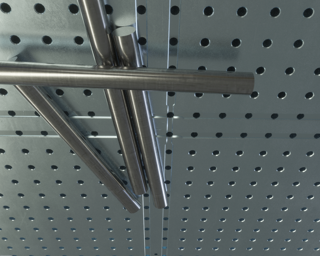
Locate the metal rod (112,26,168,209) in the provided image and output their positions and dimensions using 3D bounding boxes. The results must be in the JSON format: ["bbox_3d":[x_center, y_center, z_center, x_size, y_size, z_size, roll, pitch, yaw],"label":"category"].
[{"bbox_3d":[-0.018,0.011,0.420,0.025,0.025,0.299,-6,130,5],"label":"metal rod"}]

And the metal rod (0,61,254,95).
[{"bbox_3d":[-0.052,-0.054,0.330,0.302,0.025,0.025,2,130,-2],"label":"metal rod"}]

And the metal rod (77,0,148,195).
[{"bbox_3d":[-0.050,-0.016,0.397,0.025,0.025,0.299,-6,130,5],"label":"metal rod"}]

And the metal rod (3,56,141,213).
[{"bbox_3d":[-0.107,0.030,0.436,0.025,0.025,0.300,-20,128,16],"label":"metal rod"}]
